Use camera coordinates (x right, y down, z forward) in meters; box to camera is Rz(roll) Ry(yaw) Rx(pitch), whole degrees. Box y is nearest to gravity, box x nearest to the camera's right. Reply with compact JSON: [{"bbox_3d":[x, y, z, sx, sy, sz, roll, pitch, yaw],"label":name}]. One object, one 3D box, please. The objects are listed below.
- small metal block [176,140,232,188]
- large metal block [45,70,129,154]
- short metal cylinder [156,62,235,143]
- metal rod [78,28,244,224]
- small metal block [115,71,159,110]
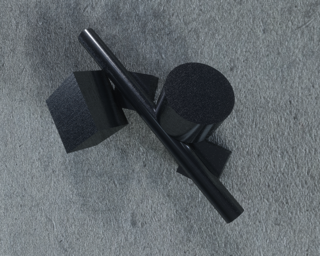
[{"bbox_3d":[0.056,0.043,0.390,0.050,0.025,0.050,26,98,17],"label":"small metal block"},{"bbox_3d":[-0.099,-0.021,0.413,0.080,0.050,0.080,-31,80,41],"label":"large metal block"},{"bbox_3d":[0.039,-0.029,0.361,0.081,0.050,0.080,5,64,-11],"label":"short metal cylinder"},{"bbox_3d":[-0.007,-0.012,0.385,0.025,0.025,0.300,-43,77,15],"label":"metal rod"},{"bbox_3d":[-0.034,-0.049,0.421,0.050,0.025,0.050,13,94,19],"label":"small metal block"}]
